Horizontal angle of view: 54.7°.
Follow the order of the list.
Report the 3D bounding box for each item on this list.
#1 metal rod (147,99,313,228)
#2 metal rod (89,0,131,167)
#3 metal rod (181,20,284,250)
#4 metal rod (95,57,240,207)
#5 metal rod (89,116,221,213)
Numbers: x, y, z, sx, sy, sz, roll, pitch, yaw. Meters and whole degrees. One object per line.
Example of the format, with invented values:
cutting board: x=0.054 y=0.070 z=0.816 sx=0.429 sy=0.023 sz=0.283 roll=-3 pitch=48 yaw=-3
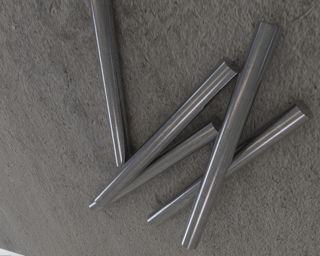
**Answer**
metal rod: x=0.069 y=0.065 z=0.410 sx=0.025 sy=0.025 sz=0.298 roll=42 pitch=129 yaw=-1
metal rod: x=-0.063 y=-0.076 z=0.392 sx=0.025 sy=0.025 sz=0.298 roll=10 pitch=123 yaw=23
metal rod: x=0.073 y=0.030 z=0.360 sx=0.025 sy=0.025 sz=0.298 roll=22 pitch=119 yaw=15
metal rod: x=-0.008 y=0.024 z=0.409 sx=0.025 sy=0.025 sz=0.298 roll=42 pitch=124 yaw=-1
metal rod: x=-0.023 y=0.068 z=0.460 sx=0.025 sy=0.025 sz=0.299 roll=48 pitch=129 yaw=-6
